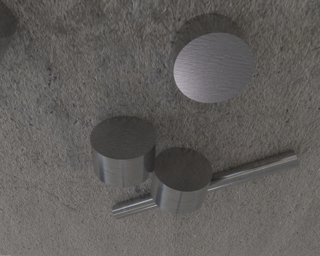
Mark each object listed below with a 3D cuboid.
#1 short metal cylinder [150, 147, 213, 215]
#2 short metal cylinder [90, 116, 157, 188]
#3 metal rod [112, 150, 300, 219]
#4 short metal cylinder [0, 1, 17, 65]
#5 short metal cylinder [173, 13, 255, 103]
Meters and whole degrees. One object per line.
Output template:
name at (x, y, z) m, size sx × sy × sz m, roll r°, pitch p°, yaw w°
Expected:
short metal cylinder at (0.028, 0.073, 0.433) m, size 0.081 × 0.080 × 0.050 m, roll 5°, pitch 130°, yaw -4°
short metal cylinder at (-0.046, 0.029, 0.395) m, size 0.081 × 0.080 × 0.050 m, roll 2°, pitch 130°, yaw -2°
metal rod at (0.061, 0.093, 0.486) m, size 0.301 × 0.025 × 0.025 m, roll -20°, pitch 127°, yaw 16°
short metal cylinder at (-0.185, -0.093, 0.290) m, size 0.080 × 0.080 × 0.050 m, roll 29°, pitch 124°, yaw -23°
short metal cylinder at (0.054, -0.073, 0.329) m, size 0.081 × 0.050 × 0.079 m, roll 0°, pitch 130°, yaw 0°
